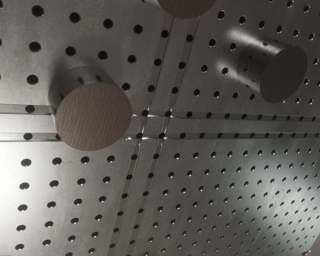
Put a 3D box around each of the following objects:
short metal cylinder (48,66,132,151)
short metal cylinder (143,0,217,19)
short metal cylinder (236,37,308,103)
[{"bbox_3d":[-0.077,-0.022,0.340,0.081,0.050,0.079,-14,125,-21],"label":"short metal cylinder"},{"bbox_3d":[0.018,-0.156,0.310,0.081,0.050,0.079,-14,124,-21],"label":"short metal cylinder"},{"bbox_3d":[0.155,-0.081,0.432,0.081,0.050,0.079,-14,125,-21],"label":"short metal cylinder"}]
